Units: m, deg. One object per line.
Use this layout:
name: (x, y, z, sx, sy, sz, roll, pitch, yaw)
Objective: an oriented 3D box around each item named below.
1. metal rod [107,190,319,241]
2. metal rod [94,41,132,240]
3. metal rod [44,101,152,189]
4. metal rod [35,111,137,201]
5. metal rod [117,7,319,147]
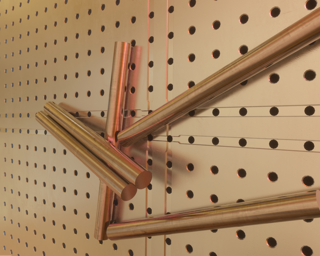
metal rod: (0.039, 0.113, 0.377, 0.299, 0.025, 0.025, -22, 76, 38)
metal rod: (-0.072, 0.023, 0.470, 0.025, 0.025, 0.298, 12, 98, 39)
metal rod: (-0.113, 0.012, 0.476, 0.300, 0.025, 0.025, 28, 108, 45)
metal rod: (-0.134, 0.030, 0.498, 0.300, 0.025, 0.025, 29, 108, 44)
metal rod: (0.053, -0.043, 0.366, 0.299, 0.025, 0.025, -30, 72, 36)
